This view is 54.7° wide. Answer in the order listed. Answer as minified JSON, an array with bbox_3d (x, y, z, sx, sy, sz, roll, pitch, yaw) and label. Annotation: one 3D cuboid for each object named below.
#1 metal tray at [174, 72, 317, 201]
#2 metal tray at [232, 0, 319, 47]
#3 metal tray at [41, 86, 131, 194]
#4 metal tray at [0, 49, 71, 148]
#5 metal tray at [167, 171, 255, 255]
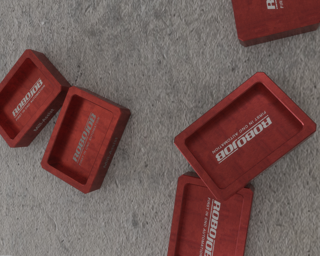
[{"bbox_3d":[0.093,0.010,0.354,0.130,0.030,0.090,-39,69,5],"label":"metal tray"},{"bbox_3d":[0.128,-0.170,0.361,0.090,0.030,0.129,-10,87,19],"label":"metal tray"},{"bbox_3d":[-0.108,0.016,0.444,0.090,0.030,0.129,26,98,18],"label":"metal tray"},{"bbox_3d":[-0.206,-0.044,0.478,0.130,0.030,0.090,-46,76,14],"label":"metal tray"},{"bbox_3d":[0.061,0.127,0.384,0.090,0.030,0.129,9,93,19],"label":"metal tray"}]
